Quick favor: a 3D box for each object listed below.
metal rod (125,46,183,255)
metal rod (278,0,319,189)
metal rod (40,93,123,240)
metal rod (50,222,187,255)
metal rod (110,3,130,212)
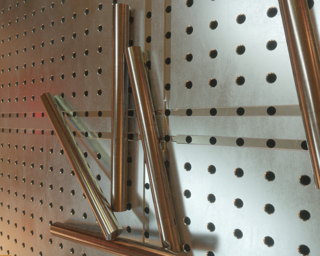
[{"bbox_3d":[-0.009,0.034,0.414,0.025,0.025,0.298,-19,78,38],"label":"metal rod"},{"bbox_3d":[0.134,-0.093,0.298,0.025,0.025,0.298,-14,81,39],"label":"metal rod"},{"bbox_3d":[-0.137,0.044,0.501,0.025,0.025,0.300,-55,53,26],"label":"metal rod"},{"bbox_3d":[-0.082,0.168,0.455,0.300,0.025,0.025,-8,85,45],"label":"metal rod"},{"bbox_3d":[-0.059,-0.029,0.455,0.025,0.025,0.298,1,91,39],"label":"metal rod"}]
